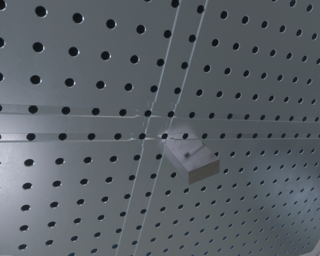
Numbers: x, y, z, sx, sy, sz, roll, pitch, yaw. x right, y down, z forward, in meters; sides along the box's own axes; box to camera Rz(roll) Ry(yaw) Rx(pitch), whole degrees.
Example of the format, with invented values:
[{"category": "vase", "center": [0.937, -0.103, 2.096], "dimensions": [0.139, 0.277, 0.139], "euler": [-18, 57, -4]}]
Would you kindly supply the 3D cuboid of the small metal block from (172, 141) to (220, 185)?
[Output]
[{"category": "small metal block", "center": [0.052, 0.050, 0.453], "dimensions": [0.050, 0.050, 0.025], "euler": [-19, 126, -18]}]
